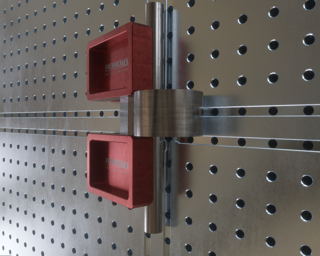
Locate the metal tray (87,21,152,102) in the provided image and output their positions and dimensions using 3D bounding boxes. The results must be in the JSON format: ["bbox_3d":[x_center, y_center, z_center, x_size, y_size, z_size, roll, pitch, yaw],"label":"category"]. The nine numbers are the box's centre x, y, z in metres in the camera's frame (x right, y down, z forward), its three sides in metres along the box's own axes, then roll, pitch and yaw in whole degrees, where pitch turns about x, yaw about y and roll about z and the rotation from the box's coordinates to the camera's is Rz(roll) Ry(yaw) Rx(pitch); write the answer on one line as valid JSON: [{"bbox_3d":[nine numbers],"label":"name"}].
[{"bbox_3d":[-0.061,-0.086,0.434,0.130,0.030,0.089,0,90,52],"label":"metal tray"}]

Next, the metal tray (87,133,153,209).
[{"bbox_3d":[-0.060,0.053,0.433,0.130,0.030,0.089,1,91,52],"label":"metal tray"}]

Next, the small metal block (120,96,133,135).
[{"bbox_3d":[-0.037,-0.016,0.421,0.050,0.025,0.050,-177,88,-71],"label":"small metal block"}]

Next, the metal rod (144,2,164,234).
[{"bbox_3d":[-0.008,-0.013,0.410,0.025,0.025,0.298,0,90,40],"label":"metal rod"}]

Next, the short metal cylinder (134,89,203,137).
[{"bbox_3d":[0.010,-0.016,0.361,0.080,0.081,0.050,0,90,40],"label":"short metal cylinder"}]
